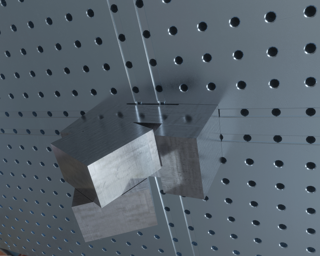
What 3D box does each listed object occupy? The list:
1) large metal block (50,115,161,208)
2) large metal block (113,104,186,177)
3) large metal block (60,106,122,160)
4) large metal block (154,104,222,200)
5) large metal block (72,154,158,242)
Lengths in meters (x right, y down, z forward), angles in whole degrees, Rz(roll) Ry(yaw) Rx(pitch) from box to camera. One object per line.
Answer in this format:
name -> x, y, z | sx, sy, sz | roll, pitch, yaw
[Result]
large metal block -> -0.059, 0.031, 0.342 | 0.080, 0.081, 0.050 | 18, 128, 45
large metal block -> -0.016, 0.016, 0.409 | 0.080, 0.050, 0.079 | 3, 120, 26
large metal block -> -0.080, 0.022, 0.430 | 0.050, 0.080, 0.079 | 2, 119, 27
large metal block -> 0.037, 0.025, 0.370 | 0.050, 0.080, 0.079 | 4, 120, 26
large metal block -> -0.051, 0.076, 0.362 | 0.081, 0.080, 0.050 | -13, 116, -3
